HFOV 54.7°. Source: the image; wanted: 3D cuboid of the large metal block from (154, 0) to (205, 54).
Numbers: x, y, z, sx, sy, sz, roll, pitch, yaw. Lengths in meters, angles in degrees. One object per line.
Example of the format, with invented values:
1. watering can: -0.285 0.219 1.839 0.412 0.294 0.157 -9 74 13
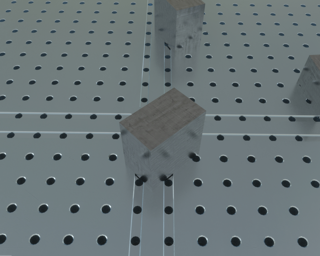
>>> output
1. large metal block: 0.031 -0.189 0.531 0.050 0.080 0.080 -21 53 -17

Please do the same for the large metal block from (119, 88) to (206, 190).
1. large metal block: 0.004 0.013 0.361 0.080 0.080 0.050 -35 59 -26

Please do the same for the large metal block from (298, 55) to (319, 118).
1. large metal block: 0.262 -0.063 0.448 0.081 0.050 0.080 -4 50 -4
